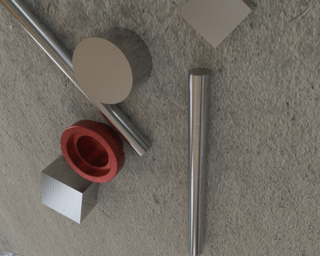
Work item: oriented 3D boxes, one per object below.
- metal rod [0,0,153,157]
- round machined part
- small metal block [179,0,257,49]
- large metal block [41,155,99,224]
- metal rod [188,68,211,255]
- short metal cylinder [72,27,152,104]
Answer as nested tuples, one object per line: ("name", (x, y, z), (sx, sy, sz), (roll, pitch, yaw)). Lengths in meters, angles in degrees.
("metal rod", (-0.118, -0.080, 0.417), (0.300, 0.025, 0.025), (49, 128, -7))
("round machined part", (-0.095, 0.030, 0.463), (0.098, 0.042, 0.097), (13, 124, 20))
("small metal block", (0.057, -0.116, 0.304), (0.050, 0.025, 0.050), (44, 129, -3))
("large metal block", (-0.155, 0.106, 0.535), (0.080, 0.050, 0.079), (24, 127, 13))
("metal rod", (0.050, 0.066, 0.419), (0.025, 0.025, 0.298), (11, 123, 22))
("short metal cylinder", (-0.056, -0.075, 0.372), (0.080, 0.050, 0.079), (13, 124, 20))
